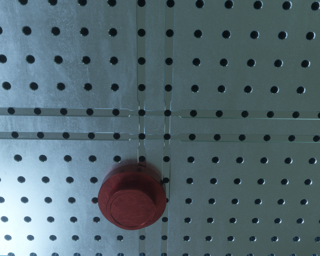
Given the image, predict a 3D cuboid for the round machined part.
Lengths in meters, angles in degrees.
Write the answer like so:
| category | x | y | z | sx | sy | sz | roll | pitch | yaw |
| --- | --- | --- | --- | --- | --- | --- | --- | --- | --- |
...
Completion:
| category | x | y | z | sx | sy | sz | roll | pitch | yaw |
| --- | --- | --- | --- | --- | --- | --- | --- | --- | --- |
| round machined part | -0.040 | 0.106 | 0.443 | 0.099 | 0.042 | 0.097 | 0 | 110 | -1 |
